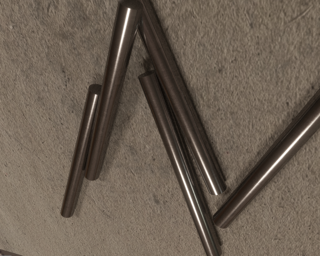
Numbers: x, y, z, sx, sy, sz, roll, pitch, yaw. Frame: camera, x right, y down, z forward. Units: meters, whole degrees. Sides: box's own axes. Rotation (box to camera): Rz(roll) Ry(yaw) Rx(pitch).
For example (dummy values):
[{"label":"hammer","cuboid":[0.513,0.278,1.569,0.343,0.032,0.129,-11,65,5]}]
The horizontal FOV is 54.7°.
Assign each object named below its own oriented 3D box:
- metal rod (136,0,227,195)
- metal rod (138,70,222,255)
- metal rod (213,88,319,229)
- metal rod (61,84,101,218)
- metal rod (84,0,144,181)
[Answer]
[{"label":"metal rod","cuboid":[0.017,-0.046,0.367,0.025,0.025,0.299,-13,112,33]},{"label":"metal rod","cuboid":[0.035,0.064,0.427,0.025,0.025,0.298,-7,115,31]},{"label":"metal rod","cuboid":[0.138,0.026,0.350,0.025,0.025,0.298,31,128,7]},{"label":"metal rod","cuboid":[-0.131,0.056,0.507,0.025,0.025,0.298,30,128,8]},{"label":"metal rod","cuboid":[-0.071,-0.024,0.410,0.025,0.025,0.298,30,134,8]}]
